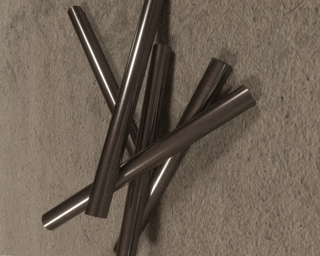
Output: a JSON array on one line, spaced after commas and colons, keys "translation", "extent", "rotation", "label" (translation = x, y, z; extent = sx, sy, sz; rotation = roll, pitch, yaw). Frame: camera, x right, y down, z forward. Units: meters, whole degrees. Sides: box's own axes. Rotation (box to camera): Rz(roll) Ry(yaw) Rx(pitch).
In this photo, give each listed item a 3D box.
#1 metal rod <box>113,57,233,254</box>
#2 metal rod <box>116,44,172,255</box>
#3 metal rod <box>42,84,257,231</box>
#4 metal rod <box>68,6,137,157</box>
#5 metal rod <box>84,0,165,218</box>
[{"translation": [0.007, 0.052, 0.397], "extent": [0.025, 0.025, 0.298], "rotation": [40, 114, 32], "label": "metal rod"}, {"translation": [-0.022, 0.042, 0.395], "extent": [0.025, 0.025, 0.298], "rotation": [8, 87, 39], "label": "metal rod"}, {"translation": [-0.025, 0.044, 0.367], "extent": [0.300, 0.025, 0.025], "rotation": [-33, 68, 16], "label": "metal rod"}, {"translation": [-0.081, -0.069, 0.468], "extent": [0.025, 0.025, 0.299], "rotation": [-39, 66, 33], "label": "metal rod"}, {"translation": [-0.037, -0.045, 0.375], "extent": [0.025, 0.025, 0.299], "rotation": [3, 74, 39], "label": "metal rod"}]
